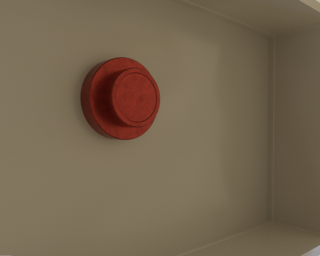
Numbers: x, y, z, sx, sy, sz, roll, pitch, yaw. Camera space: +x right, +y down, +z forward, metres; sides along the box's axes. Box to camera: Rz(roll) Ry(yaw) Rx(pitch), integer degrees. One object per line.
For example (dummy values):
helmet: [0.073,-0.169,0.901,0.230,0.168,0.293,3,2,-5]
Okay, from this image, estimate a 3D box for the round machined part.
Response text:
round machined part: [-0.038,-0.035,0.365,0.099,0.042,0.097,0,90,-40]
